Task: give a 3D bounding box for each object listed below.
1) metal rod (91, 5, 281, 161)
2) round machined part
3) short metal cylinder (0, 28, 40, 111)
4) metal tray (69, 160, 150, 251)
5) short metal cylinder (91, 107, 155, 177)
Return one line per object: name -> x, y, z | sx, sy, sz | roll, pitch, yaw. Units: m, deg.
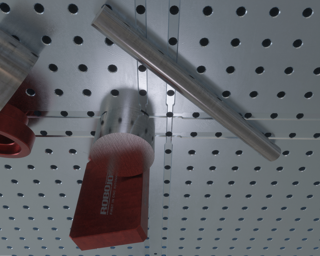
metal rod -> 0.050, -0.039, 0.378 | 0.301, 0.025, 0.025 | 34, 122, -26
round machined part -> -0.204, -0.001, 0.383 | 0.099, 0.042, 0.098 | 6, 152, 3
short metal cylinder -> -0.172, -0.059, 0.323 | 0.050, 0.080, 0.080 | 36, 121, -27
metal tray -> -0.063, 0.093, 0.422 | 0.090, 0.130, 0.030 | -11, 129, 9
short metal cylinder -> -0.047, 0.019, 0.411 | 0.081, 0.050, 0.079 | 0, 130, 0
